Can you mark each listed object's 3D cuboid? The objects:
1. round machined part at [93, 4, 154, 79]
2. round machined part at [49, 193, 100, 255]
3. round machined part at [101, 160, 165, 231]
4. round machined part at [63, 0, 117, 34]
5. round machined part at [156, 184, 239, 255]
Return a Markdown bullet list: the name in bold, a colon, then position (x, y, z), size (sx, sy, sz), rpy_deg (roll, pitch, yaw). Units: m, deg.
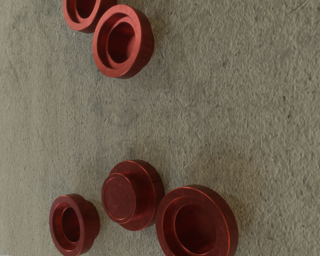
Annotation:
- **round machined part**: position (-0.047, -0.117, 0.433), size (0.098, 0.042, 0.097), rpy_deg (0, 90, 40)
- **round machined part**: position (-0.136, 0.156, 0.506), size (0.098, 0.042, 0.097), rpy_deg (0, 90, 40)
- **round machined part**: position (-0.044, 0.094, 0.430), size (0.098, 0.042, 0.097), rpy_deg (0, 90, 40)
- **round machined part**: position (-0.104, -0.196, 0.480), size (0.098, 0.042, 0.097), rpy_deg (0, 90, 40)
- **round machined part**: position (0.045, 0.114, 0.357), size (0.098, 0.042, 0.097), rpy_deg (0, 90, 40)
